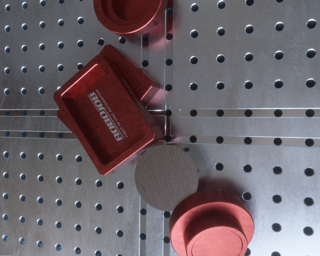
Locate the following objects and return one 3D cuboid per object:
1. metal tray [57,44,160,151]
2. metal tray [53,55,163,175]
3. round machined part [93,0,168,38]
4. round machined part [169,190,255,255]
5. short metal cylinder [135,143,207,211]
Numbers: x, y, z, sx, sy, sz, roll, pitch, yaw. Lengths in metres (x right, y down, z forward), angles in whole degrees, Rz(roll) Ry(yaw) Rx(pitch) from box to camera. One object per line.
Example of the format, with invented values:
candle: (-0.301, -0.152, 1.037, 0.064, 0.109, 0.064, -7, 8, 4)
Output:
metal tray: (-0.074, -0.038, 0.435, 0.090, 0.030, 0.130, 43, 103, 14)
metal tray: (-0.069, -0.017, 0.400, 0.090, 0.030, 0.130, -37, 79, 15)
round machined part: (-0.036, -0.170, 0.415, 0.098, 0.042, 0.097, 0, 90, 19)
round machined part: (0.061, 0.124, 0.357, 0.099, 0.042, 0.097, -2, 116, -4)
short metal cylinder: (0.015, 0.059, 0.393, 0.080, 0.050, 0.079, 0, 90, 19)
